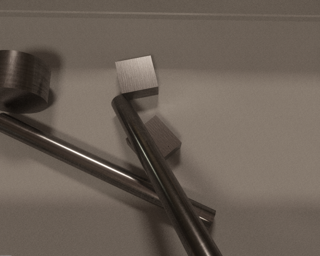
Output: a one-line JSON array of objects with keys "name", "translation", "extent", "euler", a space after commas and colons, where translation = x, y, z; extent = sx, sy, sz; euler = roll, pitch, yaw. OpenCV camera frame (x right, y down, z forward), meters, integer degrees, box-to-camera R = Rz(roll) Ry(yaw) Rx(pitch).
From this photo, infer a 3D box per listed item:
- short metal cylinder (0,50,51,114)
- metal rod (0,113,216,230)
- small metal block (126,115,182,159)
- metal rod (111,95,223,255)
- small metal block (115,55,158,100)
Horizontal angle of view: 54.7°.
[{"name": "short metal cylinder", "translation": [-0.185, -0.057, 0.399], "extent": [0.081, 0.080, 0.050], "euler": [-1, 70, -1]}, {"name": "metal rod", "translation": [-0.075, 0.051, 0.390], "extent": [0.301, 0.025, 0.025], "euler": [23, 72, 8]}, {"name": "small metal block", "translation": [-0.008, 0.020, 0.402], "extent": [0.050, 0.025, 0.050], "euler": [-39, 75, -13]}, {"name": "metal rod", "translation": [0.005, 0.056, 0.316], "extent": [0.025, 0.025, 0.300], "euler": [-24, 45, -9]}, {"name": "small metal block", "translation": [-0.032, -0.070, 0.435], "extent": [0.050, 0.025, 0.050], "euler": [-12, 71, -5]}]
